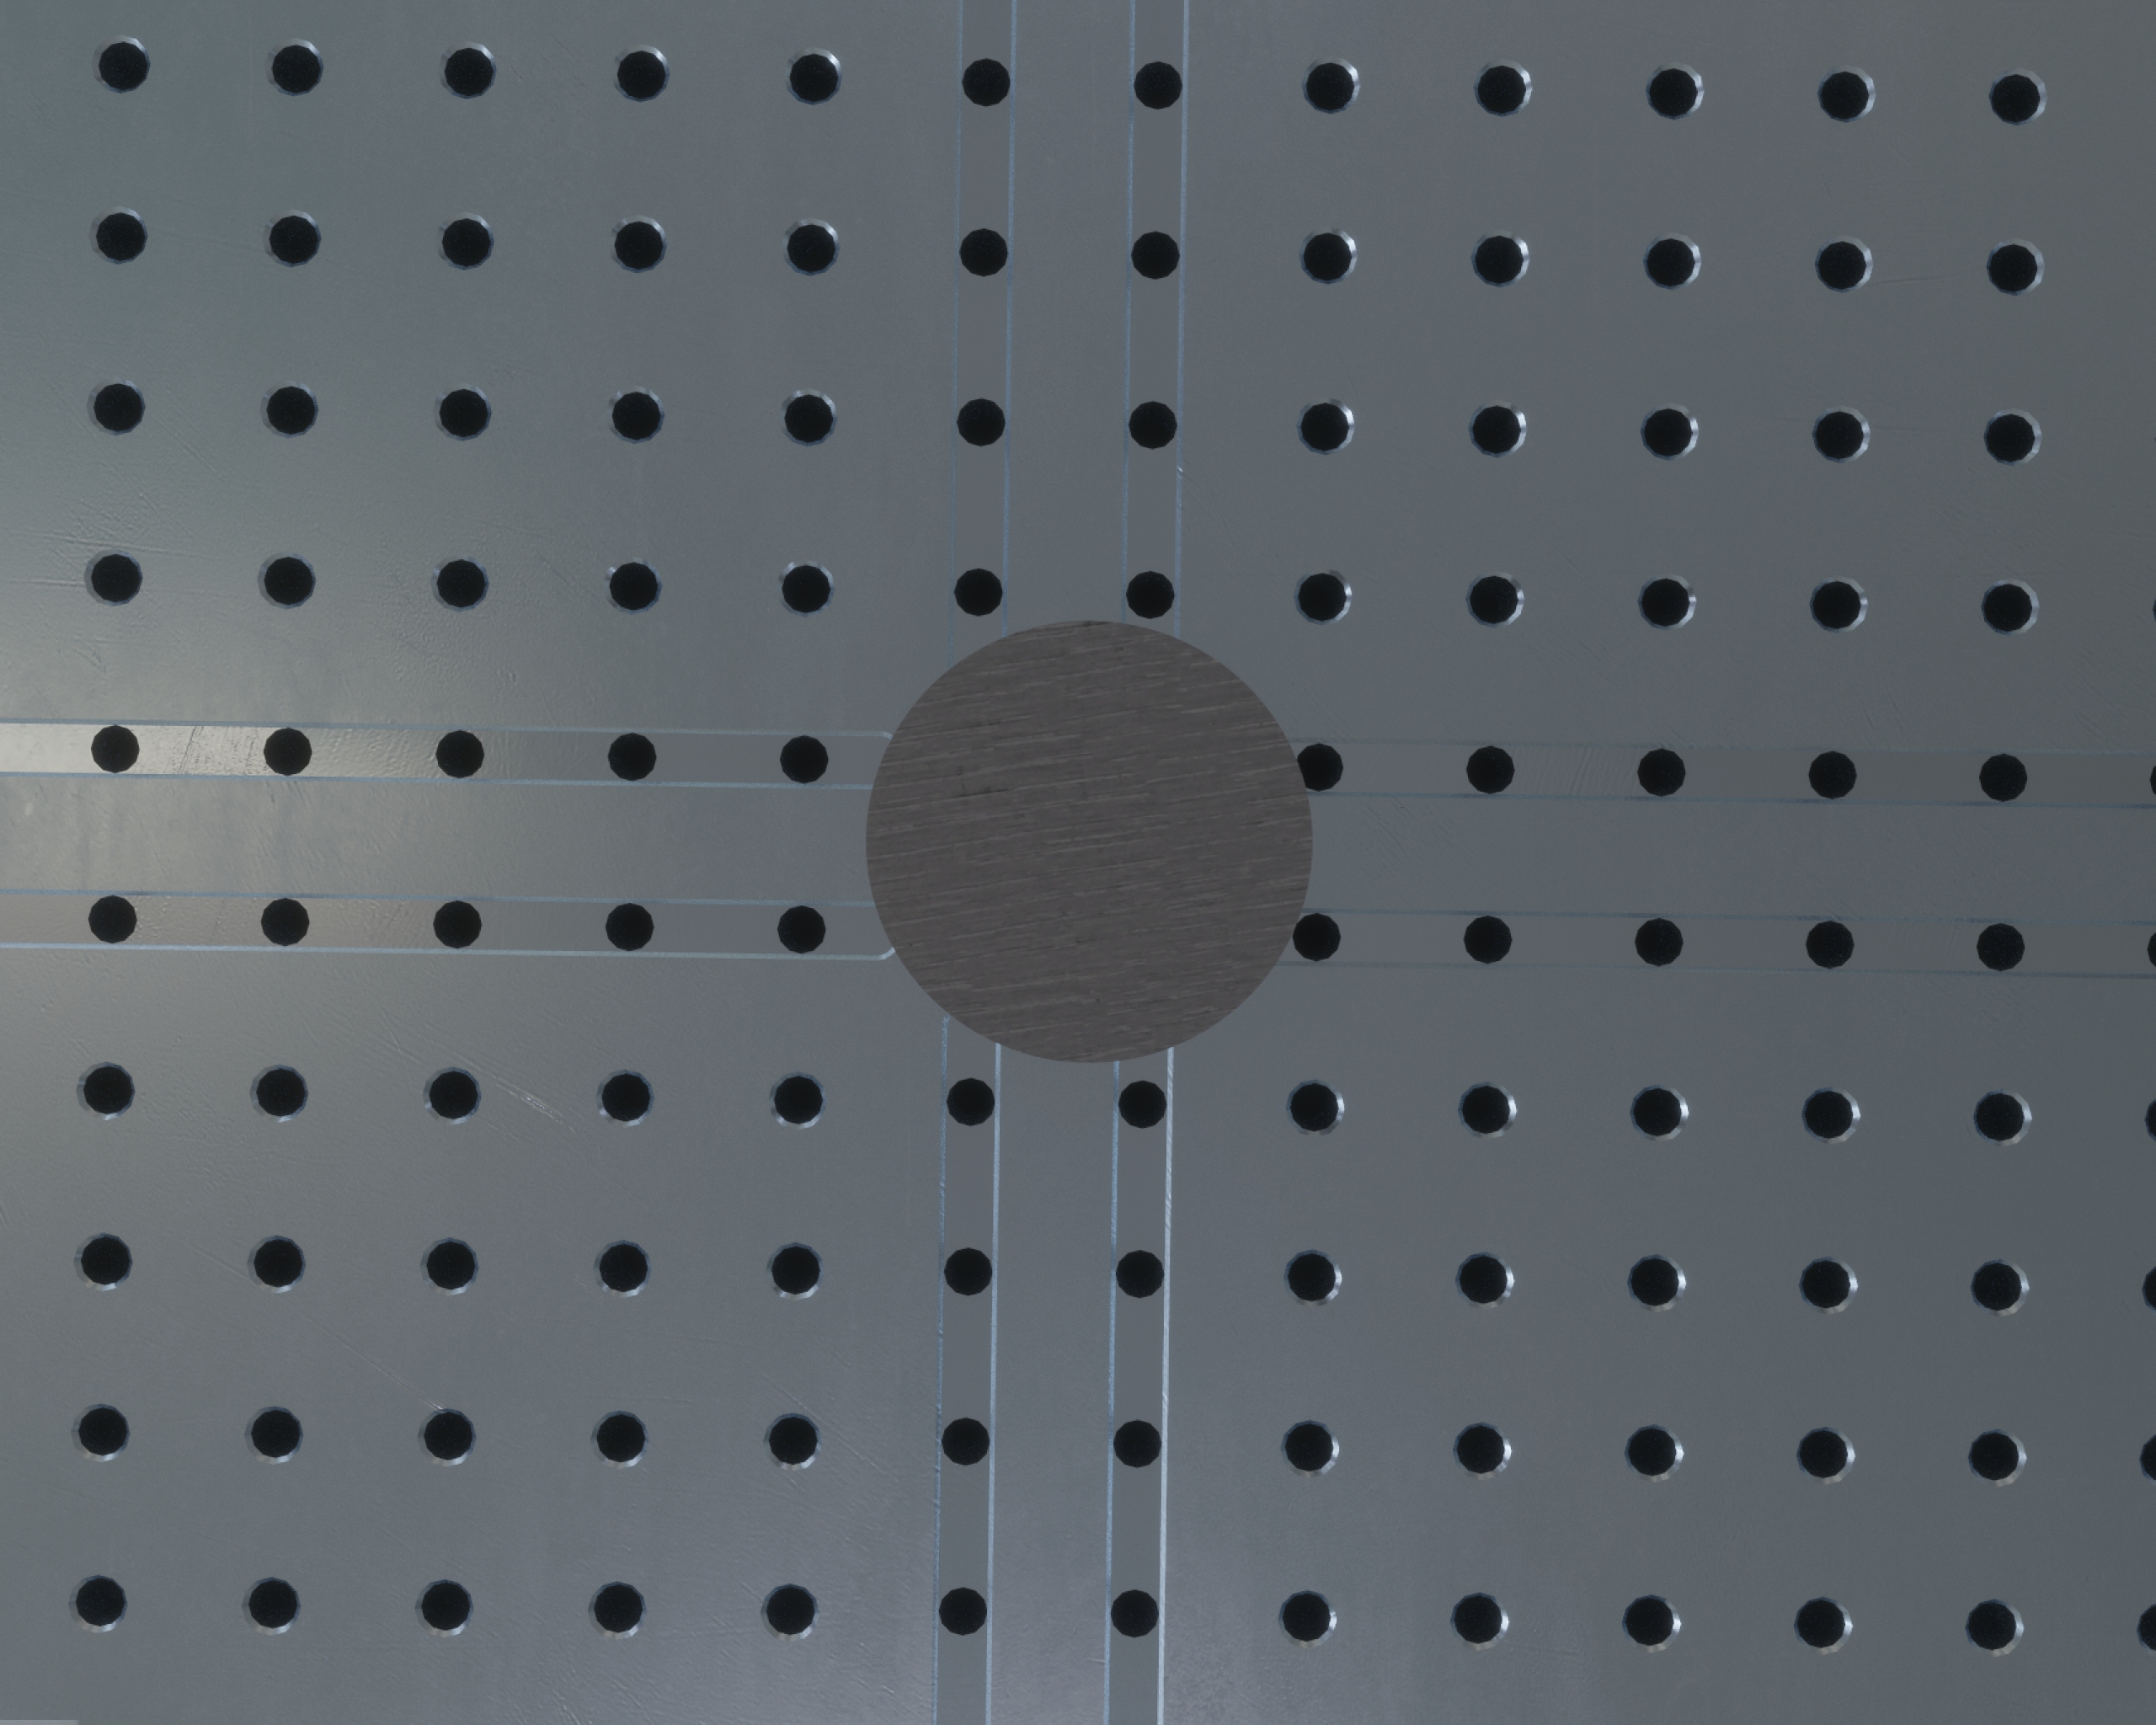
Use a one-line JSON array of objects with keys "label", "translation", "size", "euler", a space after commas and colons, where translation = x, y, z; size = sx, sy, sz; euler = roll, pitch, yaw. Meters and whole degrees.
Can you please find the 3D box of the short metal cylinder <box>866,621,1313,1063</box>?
[{"label": "short metal cylinder", "translation": [0.002, -0.004, 0.401], "size": [0.080, 0.050, 0.080], "euler": [0, 90, 0]}]
